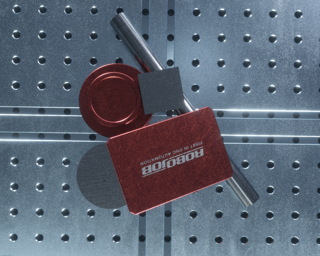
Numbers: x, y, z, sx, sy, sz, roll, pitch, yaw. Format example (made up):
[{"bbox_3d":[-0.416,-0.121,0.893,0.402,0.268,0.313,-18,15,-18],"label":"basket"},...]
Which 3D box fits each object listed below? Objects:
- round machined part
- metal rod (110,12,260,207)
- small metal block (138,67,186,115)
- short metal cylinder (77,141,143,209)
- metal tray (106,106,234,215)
[{"bbox_3d":[-0.056,-0.035,0.400,0.099,0.042,0.097,0,90,1],"label":"round machined part"},{"bbox_3d":[0.033,-0.024,0.410,0.025,0.025,0.299,-36,90,0],"label":"metal rod"},{"bbox_3d":[0.003,-0.046,0.386,0.050,0.025,0.050,-10,93,5],"label":"small metal block"},{"bbox_3d":[-0.060,0.057,0.396,0.081,0.050,0.079,0,90,0],"label":"short metal cylinder"},{"bbox_3d":[0.012,0.036,0.369,0.131,0.030,0.090,-18,90,-13],"label":"metal tray"}]
